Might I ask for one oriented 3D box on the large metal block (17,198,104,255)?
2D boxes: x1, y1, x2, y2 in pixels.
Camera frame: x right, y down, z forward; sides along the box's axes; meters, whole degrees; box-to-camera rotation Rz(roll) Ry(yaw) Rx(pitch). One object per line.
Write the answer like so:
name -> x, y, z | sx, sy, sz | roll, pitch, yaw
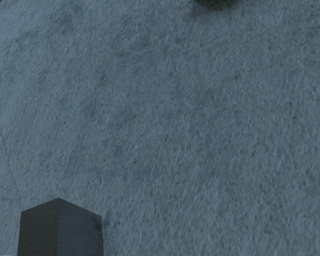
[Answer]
large metal block -> -0.106, 0.133, 0.341 | 0.050, 0.080, 0.080 | -23, 54, 14
